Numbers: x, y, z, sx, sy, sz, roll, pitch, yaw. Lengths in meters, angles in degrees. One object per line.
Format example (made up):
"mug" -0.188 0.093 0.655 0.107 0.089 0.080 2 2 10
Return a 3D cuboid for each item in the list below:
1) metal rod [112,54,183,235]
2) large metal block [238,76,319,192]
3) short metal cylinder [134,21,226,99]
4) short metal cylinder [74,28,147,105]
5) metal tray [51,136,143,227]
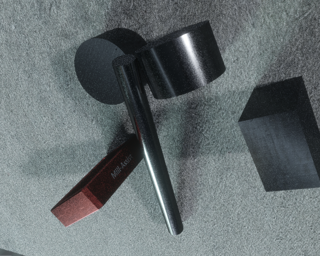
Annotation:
"metal rod" -0.006 0.046 0.402 0.025 0.025 0.298 6 132 25
"large metal block" 0.124 0.005 0.309 0.050 0.080 0.080 -14 111 34
"short metal cylinder" 0.020 -0.070 0.317 0.080 0.080 0.050 -12 113 33
"short metal cylinder" -0.054 -0.075 0.373 0.080 0.050 0.079 13 124 21
"metal tray" -0.077 0.068 0.421 0.090 0.131 0.030 -35 99 38
